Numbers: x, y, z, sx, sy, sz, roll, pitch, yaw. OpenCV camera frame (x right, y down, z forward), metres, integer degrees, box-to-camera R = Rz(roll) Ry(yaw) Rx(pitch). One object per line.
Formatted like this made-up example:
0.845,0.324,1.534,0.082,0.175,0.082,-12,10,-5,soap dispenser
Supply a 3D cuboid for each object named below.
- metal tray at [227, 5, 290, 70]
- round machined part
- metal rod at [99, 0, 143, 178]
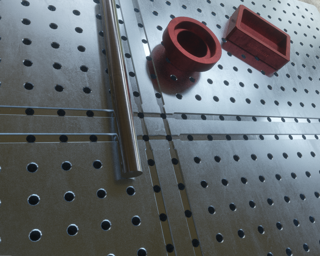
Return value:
0.203,-0.185,0.630,0.131,0.030,0.090,28,52,-11,metal tray
0.048,-0.130,0.504,0.099,0.042,0.098,14,56,-21,round machined part
-0.059,-0.078,0.425,0.025,0.025,0.299,3,60,-27,metal rod
